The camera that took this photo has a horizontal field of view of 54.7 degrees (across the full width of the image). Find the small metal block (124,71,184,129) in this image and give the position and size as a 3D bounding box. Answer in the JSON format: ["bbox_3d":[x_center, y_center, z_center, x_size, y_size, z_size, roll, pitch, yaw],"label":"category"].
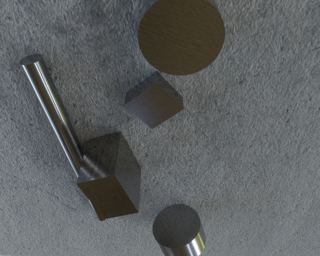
[{"bbox_3d":[-0.007,-0.033,0.379,0.050,0.025,0.050,-33,123,24],"label":"small metal block"}]

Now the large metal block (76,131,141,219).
[{"bbox_3d":[-0.065,0.065,0.425,0.050,0.080,0.080,-14,129,11],"label":"large metal block"}]

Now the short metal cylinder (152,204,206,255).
[{"bbox_3d":[0.033,0.177,0.522,0.080,0.080,0.050,-12,129,9],"label":"short metal cylinder"}]

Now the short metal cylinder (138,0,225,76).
[{"bbox_3d":[0.020,-0.099,0.306,0.081,0.050,0.079,0,130,0],"label":"short metal cylinder"}]

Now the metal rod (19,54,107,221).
[{"bbox_3d":[-0.120,0.037,0.436,0.025,0.025,0.298,-7,130,5],"label":"metal rod"}]
